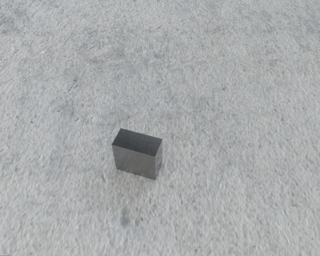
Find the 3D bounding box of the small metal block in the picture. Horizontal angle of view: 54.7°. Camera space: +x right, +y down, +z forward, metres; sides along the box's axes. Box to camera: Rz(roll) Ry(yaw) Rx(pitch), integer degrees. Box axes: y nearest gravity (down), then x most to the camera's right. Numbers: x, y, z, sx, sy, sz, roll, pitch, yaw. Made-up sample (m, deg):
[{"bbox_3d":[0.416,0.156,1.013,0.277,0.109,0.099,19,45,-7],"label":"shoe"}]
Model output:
[{"bbox_3d":[-0.025,0.031,0.361,0.050,0.050,0.025,14,52,11],"label":"small metal block"}]
